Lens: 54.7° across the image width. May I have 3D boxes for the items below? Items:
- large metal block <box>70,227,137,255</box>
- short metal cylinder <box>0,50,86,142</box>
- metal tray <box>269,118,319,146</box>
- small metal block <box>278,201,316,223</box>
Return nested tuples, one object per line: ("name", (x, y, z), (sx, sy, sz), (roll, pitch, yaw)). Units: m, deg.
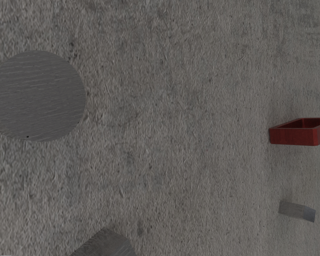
("large metal block", (-0.063, 0.171, 0.336), (0.081, 0.050, 0.080), (-35, 112, -34))
("short metal cylinder", (-0.118, -0.028, 0.289), (0.081, 0.050, 0.079), (0, 90, -40))
("metal tray", (0.286, 0.004, 0.601), (0.131, 0.090, 0.030), (-14, 99, -39))
("small metal block", (0.274, 0.167, 0.619), (0.050, 0.050, 0.025), (25, 74, -37))
